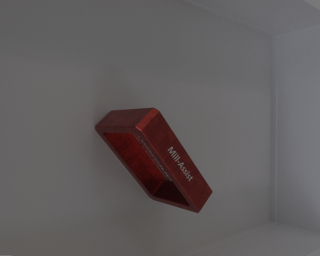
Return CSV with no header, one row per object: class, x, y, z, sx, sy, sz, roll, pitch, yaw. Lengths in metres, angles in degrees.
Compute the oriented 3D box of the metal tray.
metal tray,-0.007,0.037,0.357,0.030,0.090,0.130,-49,119,-28
